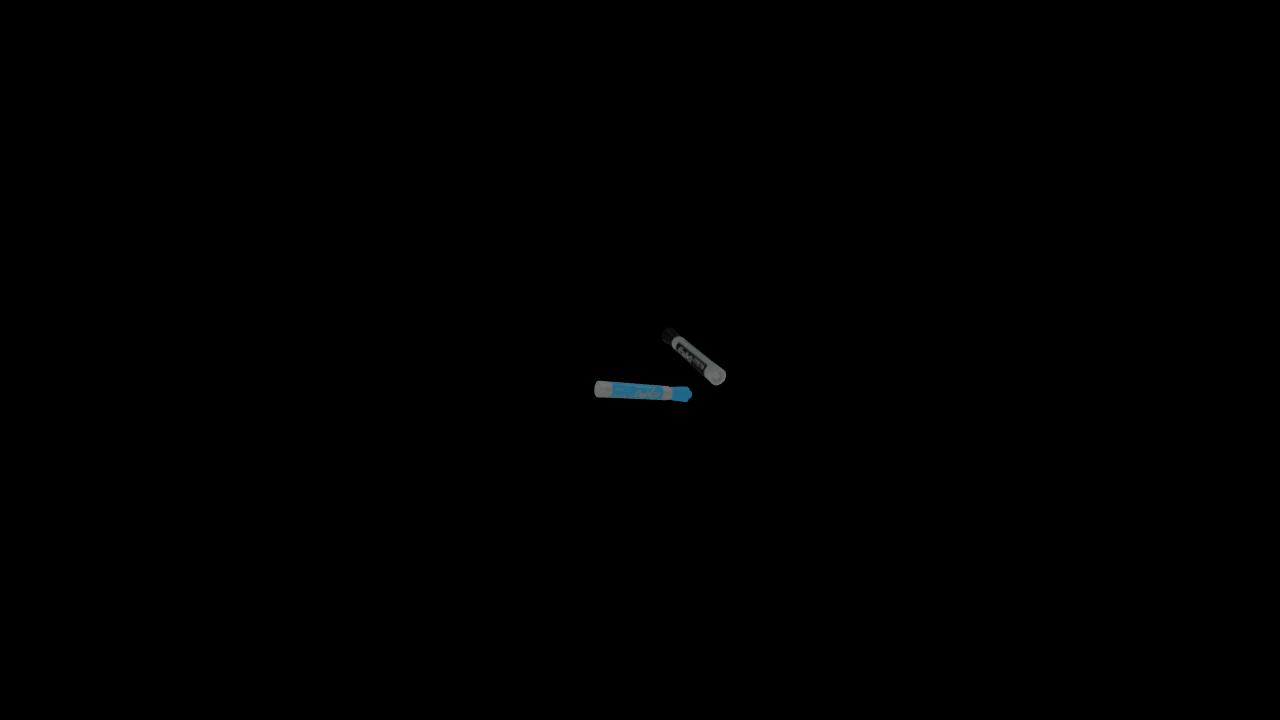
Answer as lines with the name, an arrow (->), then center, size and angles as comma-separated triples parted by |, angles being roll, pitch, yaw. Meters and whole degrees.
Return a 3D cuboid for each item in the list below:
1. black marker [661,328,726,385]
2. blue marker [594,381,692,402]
black marker -> 0.056, -0.007, 0.676 | 0.020, 0.020, 0.121 | 0, 25, -26
blue marker -> 0.006, 0.037, 0.710 | 0.121, 0.020, 0.020 | 5, -2, -26
